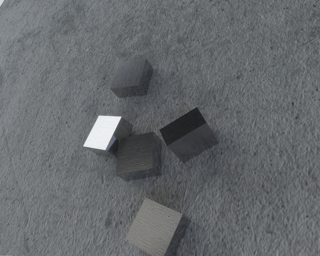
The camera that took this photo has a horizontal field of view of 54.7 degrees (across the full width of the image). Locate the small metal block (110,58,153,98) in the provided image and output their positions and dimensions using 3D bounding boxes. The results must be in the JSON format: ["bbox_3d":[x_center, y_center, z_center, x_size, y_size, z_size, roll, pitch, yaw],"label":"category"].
[{"bbox_3d":[-0.042,-0.076,0.473,0.050,0.025,0.050,-2,61,27],"label":"small metal block"}]

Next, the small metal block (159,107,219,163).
[{"bbox_3d":[0.035,0.010,0.363,0.050,0.050,0.025,-32,52,8],"label":"small metal block"}]

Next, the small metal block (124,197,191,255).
[{"bbox_3d":[-0.002,0.111,0.337,0.050,0.025,0.050,15,70,34],"label":"small metal block"}]

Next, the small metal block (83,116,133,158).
[{"bbox_3d":[-0.072,0.011,0.429,0.050,0.025,0.050,4,63,43],"label":"small metal block"}]

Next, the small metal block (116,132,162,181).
[{"bbox_3d":[-0.026,0.037,0.395,0.050,0.025,0.050,-12,57,21],"label":"small metal block"}]
